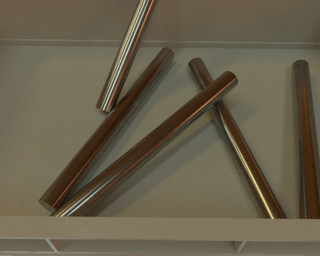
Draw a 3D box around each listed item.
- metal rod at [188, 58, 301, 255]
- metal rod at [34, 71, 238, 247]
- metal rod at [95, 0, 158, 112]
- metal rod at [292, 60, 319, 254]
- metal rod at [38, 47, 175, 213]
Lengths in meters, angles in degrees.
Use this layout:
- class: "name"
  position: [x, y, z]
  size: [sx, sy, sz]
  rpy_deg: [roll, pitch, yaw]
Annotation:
- class: "metal rod"
  position: [0.093, 0.010, 0.397]
  size: [0.025, 0.025, 0.300]
  rpy_deg: [-11, 51, -9]
- class: "metal rod"
  position: [-0.011, 0.021, 0.368]
  size: [0.301, 0.025, 0.025]
  rpy_deg: [-39, 61, -22]
- class: "metal rod"
  position: [-0.023, -0.163, 0.435]
  size: [0.025, 0.025, 0.299]
  rpy_deg: [21, 87, 16]
- class: "metal rod"
  position: [0.183, 0.007, 0.389]
  size: [0.025, 0.025, 0.300]
  rpy_deg: [12, 47, 9]
- class: "metal rod"
  position: [-0.054, -0.018, 0.419]
  size: [0.025, 0.025, 0.301]
  rpy_deg: [21, 53, 16]
